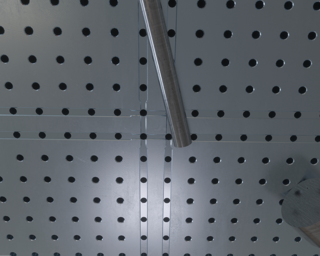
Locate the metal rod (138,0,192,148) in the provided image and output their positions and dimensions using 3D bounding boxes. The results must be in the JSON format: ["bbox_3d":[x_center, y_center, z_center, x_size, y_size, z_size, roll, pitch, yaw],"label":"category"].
[{"bbox_3d":[-0.004,-0.115,0.370,0.025,0.025,0.298,-13,110,4],"label":"metal rod"}]

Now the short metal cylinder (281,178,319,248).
[{"bbox_3d":[0.219,0.117,0.429,0.050,0.080,0.080,42,105,-14],"label":"short metal cylinder"}]
